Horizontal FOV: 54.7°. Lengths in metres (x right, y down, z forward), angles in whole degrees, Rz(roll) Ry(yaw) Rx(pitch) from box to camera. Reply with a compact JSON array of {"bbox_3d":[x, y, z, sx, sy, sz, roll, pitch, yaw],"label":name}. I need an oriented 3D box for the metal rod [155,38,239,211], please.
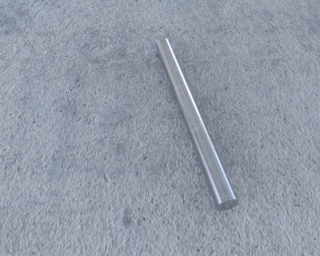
[{"bbox_3d":[0.039,-0.029,0.427,0.025,0.025,0.300,-10,51,-9],"label":"metal rod"}]
